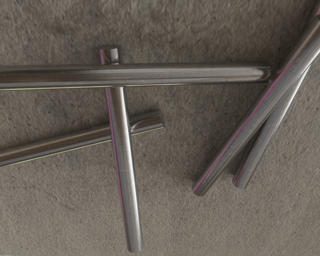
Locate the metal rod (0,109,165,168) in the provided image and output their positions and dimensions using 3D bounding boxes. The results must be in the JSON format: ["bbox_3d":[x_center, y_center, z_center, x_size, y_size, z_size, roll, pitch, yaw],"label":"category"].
[{"bbox_3d":[-0.141,0.023,0.424,0.301,0.025,0.025,-14,129,11],"label":"metal rod"}]

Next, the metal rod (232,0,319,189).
[{"bbox_3d":[0.147,-0.027,0.386,0.025,0.025,0.298,7,130,-6],"label":"metal rod"}]

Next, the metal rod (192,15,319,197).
[{"bbox_3d":[0.110,-0.001,0.391,0.025,0.025,0.298,14,134,-12],"label":"metal rod"}]

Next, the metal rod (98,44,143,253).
[{"bbox_3d":[-0.046,0.046,0.400,0.025,0.025,0.298,-3,117,2],"label":"metal rod"}]

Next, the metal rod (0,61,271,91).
[{"bbox_3d":[-0.027,-0.056,0.325,0.302,0.025,0.025,-3,131,-11],"label":"metal rod"}]
